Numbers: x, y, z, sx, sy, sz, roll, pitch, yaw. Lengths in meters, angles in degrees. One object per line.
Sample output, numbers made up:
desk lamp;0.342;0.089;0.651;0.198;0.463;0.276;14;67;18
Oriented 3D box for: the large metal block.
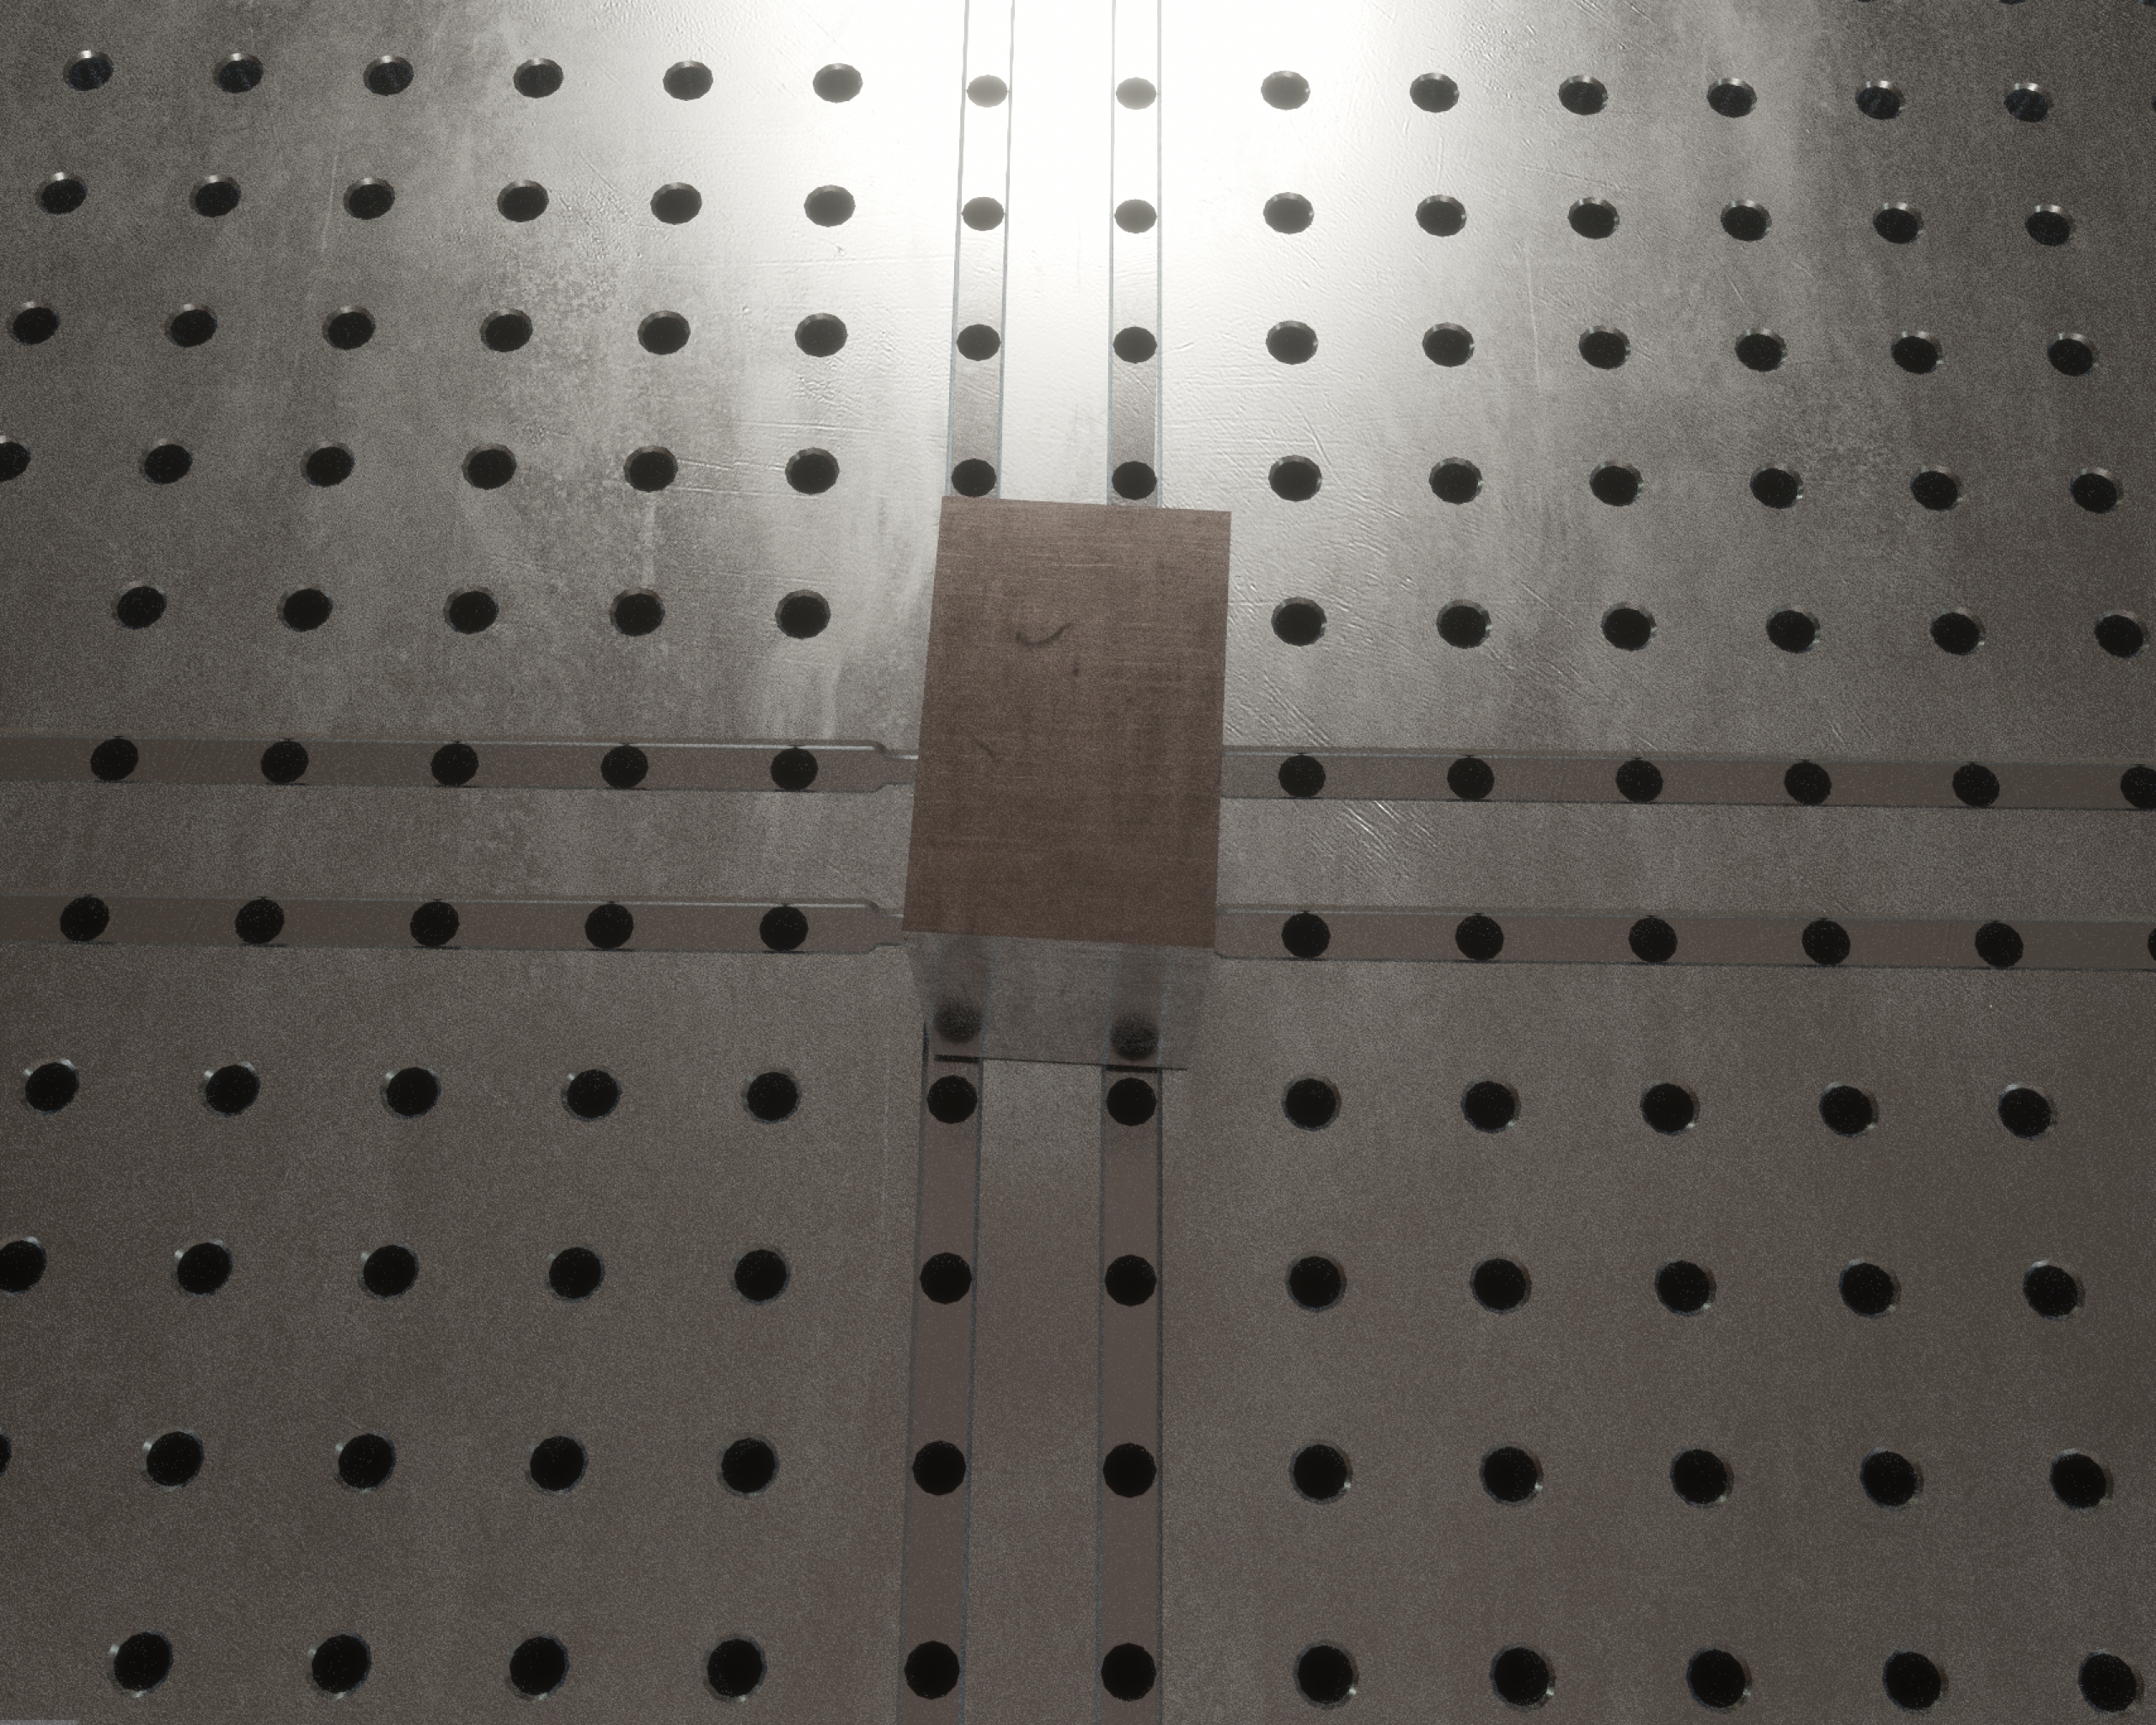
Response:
large metal block;-0.001;-0.012;0.386;0.050;0.080;0.080;3;70;1
